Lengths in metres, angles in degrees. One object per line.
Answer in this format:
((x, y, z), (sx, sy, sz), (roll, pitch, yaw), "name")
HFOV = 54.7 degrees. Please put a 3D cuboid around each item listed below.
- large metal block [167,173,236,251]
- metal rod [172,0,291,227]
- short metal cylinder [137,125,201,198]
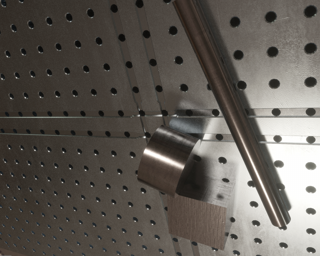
((0.058, 0.113, 0.434), (0.080, 0.050, 0.079), (10, 123, 22), "large metal block")
((0.090, -0.007, 0.358), (0.025, 0.025, 0.299), (-16, 110, 34), "metal rod")
((0.013, 0.042, 0.394), (0.050, 0.080, 0.079), (22, 127, 14), "short metal cylinder")
